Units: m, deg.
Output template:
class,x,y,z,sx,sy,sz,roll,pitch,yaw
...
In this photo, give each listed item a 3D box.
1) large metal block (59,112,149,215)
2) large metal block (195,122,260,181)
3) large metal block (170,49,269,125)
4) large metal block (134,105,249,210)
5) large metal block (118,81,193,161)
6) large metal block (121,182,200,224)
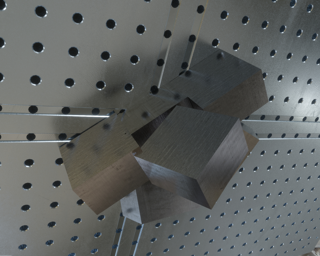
class,x,y,z,sx,sy,sz,roll,pitch,yaw
large metal block,-0.062,0.039,0.363,0.080,0.080,0.050,-33,129,-7
large metal block,0.088,0.027,0.431,0.050,0.080,0.080,33,103,4
large metal block,0.072,-0.045,0.386,0.080,0.080,0.050,-34,129,-6
large metal block,0.035,0.027,0.329,0.080,0.080,0.050,-50,134,-26
large metal block,0.004,0.001,0.399,0.080,0.050,0.080,-34,129,-6
large metal block,-0.005,0.088,0.418,0.081,0.080,0.050,-9,86,-24
